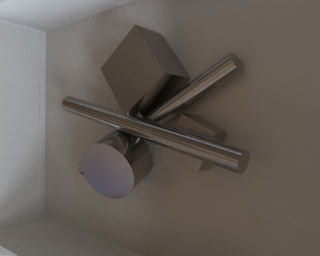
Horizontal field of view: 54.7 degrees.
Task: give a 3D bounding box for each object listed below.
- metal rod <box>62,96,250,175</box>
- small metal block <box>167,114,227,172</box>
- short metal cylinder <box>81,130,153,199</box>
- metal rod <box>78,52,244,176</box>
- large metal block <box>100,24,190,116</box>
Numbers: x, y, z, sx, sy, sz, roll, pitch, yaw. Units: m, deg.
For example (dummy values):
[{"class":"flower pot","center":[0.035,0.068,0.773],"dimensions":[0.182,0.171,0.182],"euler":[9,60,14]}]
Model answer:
[{"class":"metal rod","center":[-0.031,-0.002,0.395],"dimensions":[0.300,0.025,0.025],"euler":[18,101,38]},{"class":"small metal block","center":[0.042,0.016,0.366],"dimensions":[0.050,0.025,0.050],"euler":[33,110,34]},{"class":"short metal cylinder","center":[-0.057,0.047,0.415],"dimensions":[0.080,0.050,0.079],"euler":[11,116,23]},{"class":"metal rod","center":[-0.020,-0.003,0.418],"dimensions":[0.299,0.025,0.025],"euler":[-34,69,34]},{"class":"large metal block","center":[-0.021,-0.071,0.403],"dimensions":[0.080,0.050,0.080],"euler":[-43,64,31]}]
